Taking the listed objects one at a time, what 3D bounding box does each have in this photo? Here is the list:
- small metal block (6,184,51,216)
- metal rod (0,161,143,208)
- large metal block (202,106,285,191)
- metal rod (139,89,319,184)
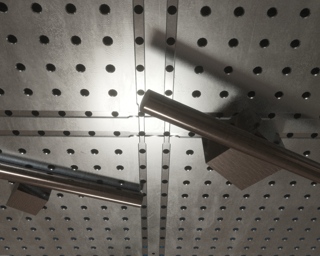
[{"bbox_3d":[-0.213,0.112,0.504,0.050,0.025,0.050,29,124,-23],"label":"small metal block"},{"bbox_3d":[-0.173,0.081,0.477,0.302,0.025,0.025,15,128,-14],"label":"metal rod"},{"bbox_3d":[0.116,0.030,0.423,0.080,0.050,0.080,-37,121,27],"label":"large metal block"},{"bbox_3d":[0.117,0.024,0.368,0.302,0.025,0.025,22,127,-18],"label":"metal rod"}]
